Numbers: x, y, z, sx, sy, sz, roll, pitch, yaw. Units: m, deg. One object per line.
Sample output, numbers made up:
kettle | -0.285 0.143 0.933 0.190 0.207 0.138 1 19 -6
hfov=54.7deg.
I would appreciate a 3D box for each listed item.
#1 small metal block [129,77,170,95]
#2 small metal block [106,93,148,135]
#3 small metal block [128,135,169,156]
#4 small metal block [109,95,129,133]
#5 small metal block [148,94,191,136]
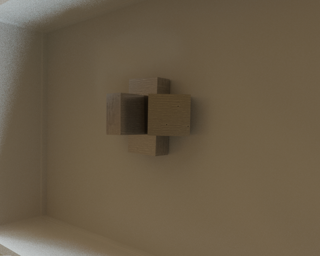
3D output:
small metal block | -0.015 -0.041 0.416 0.050 0.025 0.050 3 92 39
small metal block | -0.040 -0.017 0.388 0.025 0.050 0.050 1 91 39
small metal block | -0.016 0.010 0.417 0.050 0.025 0.050 3 92 40
small metal block | -0.057 -0.019 0.434 0.050 0.025 0.050 -172 83 -83
small metal block | 0.011 -0.016 0.380 0.050 0.025 0.050 1 92 0
